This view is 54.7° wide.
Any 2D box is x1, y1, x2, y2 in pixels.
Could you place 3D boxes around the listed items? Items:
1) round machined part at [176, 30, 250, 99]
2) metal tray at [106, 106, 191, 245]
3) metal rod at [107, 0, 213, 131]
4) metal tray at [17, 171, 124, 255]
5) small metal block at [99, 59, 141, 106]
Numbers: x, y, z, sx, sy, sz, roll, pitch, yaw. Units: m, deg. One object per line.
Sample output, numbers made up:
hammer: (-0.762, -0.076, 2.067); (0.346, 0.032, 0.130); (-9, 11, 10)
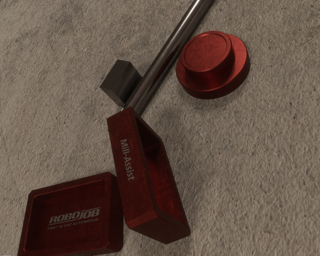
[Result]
round machined part: (0.066, -0.090, 0.413); (0.098, 0.042, 0.098); (-13, 56, 20)
metal tray: (-0.013, 0.051, 0.336); (0.030, 0.090, 0.130); (-26, 53, 12)
metal rod: (0.014, -0.114, 0.464); (0.025, 0.025, 0.300); (21, 73, 35)
metal tray: (-0.110, 0.113, 0.386); (0.130, 0.030, 0.090); (-16, 55, 18)
small metal block: (-0.053, -0.063, 0.453); (0.025, 0.050, 0.050); (18, 71, 35)
